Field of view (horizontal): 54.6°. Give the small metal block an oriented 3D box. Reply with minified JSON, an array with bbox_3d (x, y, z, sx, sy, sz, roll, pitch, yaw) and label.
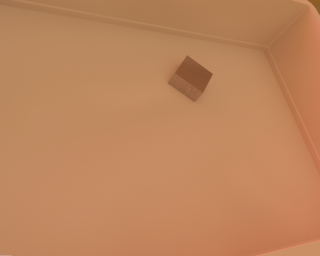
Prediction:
[{"bbox_3d":[0.047,-0.076,0.477,0.050,0.025,0.050,35,51,-5],"label":"small metal block"}]
